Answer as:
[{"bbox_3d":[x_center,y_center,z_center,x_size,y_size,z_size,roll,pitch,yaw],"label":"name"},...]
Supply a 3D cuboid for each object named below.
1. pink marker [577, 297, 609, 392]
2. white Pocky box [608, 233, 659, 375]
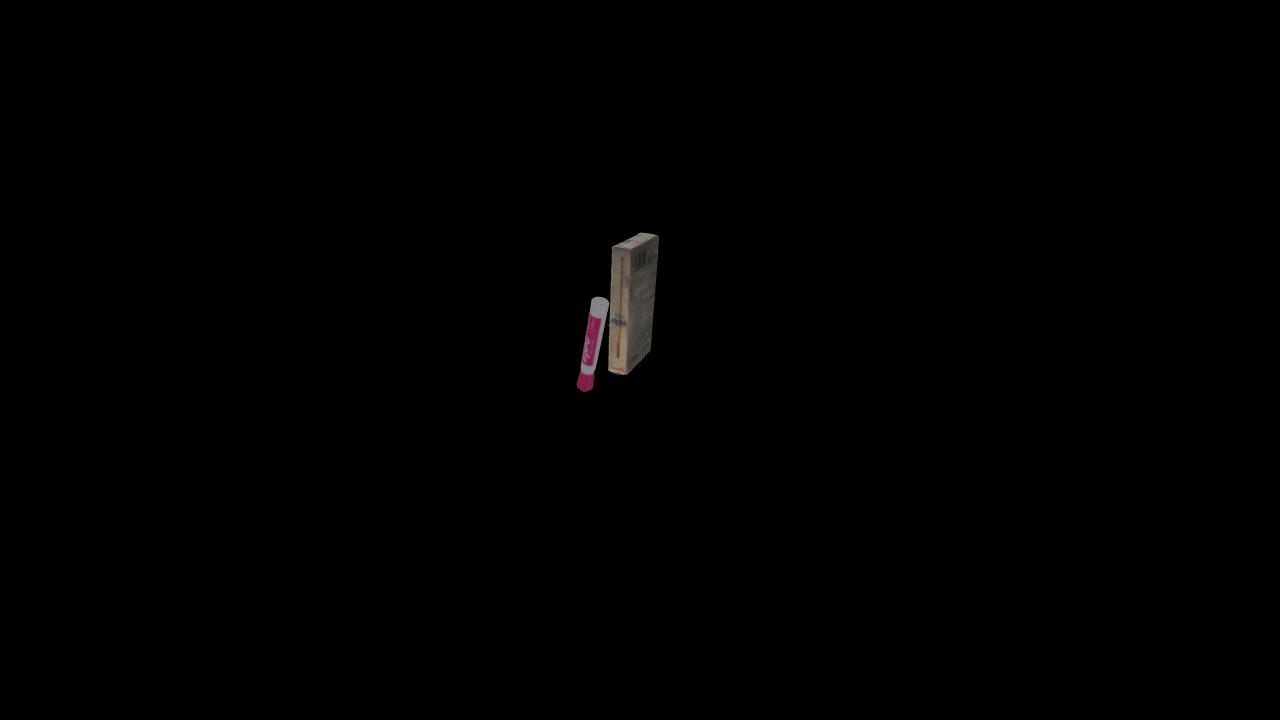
[{"bbox_3d":[-0.052,-0.013,0.667,0.020,0.121,0.020,9,36,-7],"label":"pink marker"},{"bbox_3d":[-0.008,-0.067,0.732,0.028,0.154,0.084,12,26,19],"label":"white Pocky box"}]
